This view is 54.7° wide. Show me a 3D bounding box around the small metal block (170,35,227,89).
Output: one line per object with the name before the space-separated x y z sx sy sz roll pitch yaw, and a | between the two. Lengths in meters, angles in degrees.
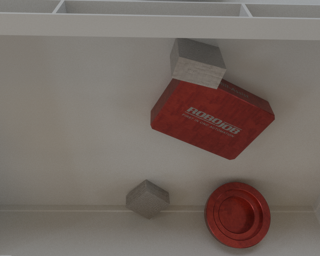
small metal block | 0.039 -0.071 0.333 0.050 0.050 0.025 12 129 -11

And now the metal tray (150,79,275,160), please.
metal tray | 0.065 -0.016 0.393 0.131 0.030 0.089 22 127 -19

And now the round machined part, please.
round machined part | 0.119 0.138 0.490 0.099 0.098 0.042 1 159 -2

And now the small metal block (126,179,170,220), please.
small metal block | -0.020 0.118 0.506 0.050 0.025 0.050 36 116 -27
